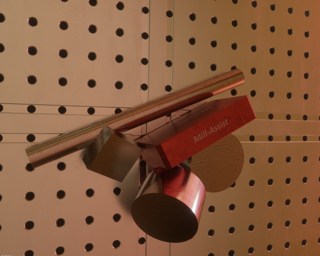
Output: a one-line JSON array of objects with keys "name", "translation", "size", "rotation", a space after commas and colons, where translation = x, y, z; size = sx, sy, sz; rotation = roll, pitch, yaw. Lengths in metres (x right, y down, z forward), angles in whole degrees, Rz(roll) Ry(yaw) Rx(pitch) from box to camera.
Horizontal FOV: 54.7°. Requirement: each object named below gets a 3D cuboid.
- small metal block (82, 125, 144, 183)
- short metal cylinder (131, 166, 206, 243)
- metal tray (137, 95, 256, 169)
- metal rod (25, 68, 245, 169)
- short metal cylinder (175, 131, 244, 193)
[{"name": "small metal block", "translation": [-0.056, 0.032, 0.375], "size": [0.050, 0.025, 0.050], "rotation": [31, 96, -37]}, {"name": "short metal cylinder", "translation": [0.012, 0.092, 0.377], "size": [0.080, 0.080, 0.050], "rotation": [49, 34, -14]}, {"name": "metal tray", "translation": [0.042, 0.002, 0.390], "size": [0.131, 0.090, 0.030], "rotation": [-28, 100, -18]}, {"name": "metal rod", "translation": [-0.017, -0.020, 0.402], "size": [0.302, 0.025, 0.025], "rotation": [-23, 98, -19]}, {"name": "short metal cylinder", "translation": [0.064, 0.040, 0.414], "size": [0.081, 0.050, 0.079], "rotation": [-4, 100, -24]}]
